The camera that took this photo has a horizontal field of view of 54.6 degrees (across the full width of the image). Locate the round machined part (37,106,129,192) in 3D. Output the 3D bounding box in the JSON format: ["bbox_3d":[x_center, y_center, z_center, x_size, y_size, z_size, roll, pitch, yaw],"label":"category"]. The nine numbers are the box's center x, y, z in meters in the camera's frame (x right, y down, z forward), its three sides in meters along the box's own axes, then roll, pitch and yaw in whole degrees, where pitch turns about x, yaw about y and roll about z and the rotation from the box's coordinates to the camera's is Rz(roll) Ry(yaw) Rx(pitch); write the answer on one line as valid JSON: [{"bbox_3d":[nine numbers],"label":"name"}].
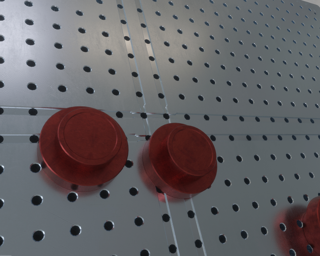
[{"bbox_3d":[-0.081,0.017,0.343,0.099,0.042,0.098,14,56,-21],"label":"round machined part"}]

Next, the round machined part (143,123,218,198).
[{"bbox_3d":[0.032,0.035,0.392,0.099,0.042,0.098,13,56,-21],"label":"round machined part"}]

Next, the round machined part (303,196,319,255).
[{"bbox_3d":[0.245,0.145,0.440,0.099,0.042,0.098,13,56,-21],"label":"round machined part"}]
